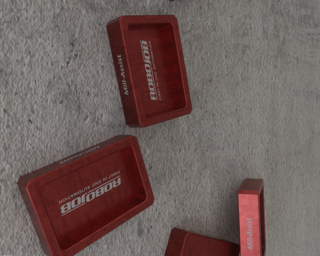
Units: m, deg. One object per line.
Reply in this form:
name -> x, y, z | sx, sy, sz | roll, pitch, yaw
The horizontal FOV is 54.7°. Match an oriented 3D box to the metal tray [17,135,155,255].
metal tray -> -0.073, 0.070, 0.339 | 0.131, 0.030, 0.089 | -25, 106, -37

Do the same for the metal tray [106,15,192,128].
metal tray -> -0.010, -0.073, 0.392 | 0.091, 0.030, 0.129 | -18, 101, -39

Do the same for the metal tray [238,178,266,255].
metal tray -> 0.151, 0.155, 0.503 | 0.090, 0.030, 0.129 | -9, 97, -67

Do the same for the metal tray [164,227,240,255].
metal tray -> 0.060, 0.204, 0.452 | 0.131, 0.030, 0.090 | 27, 73, -37
